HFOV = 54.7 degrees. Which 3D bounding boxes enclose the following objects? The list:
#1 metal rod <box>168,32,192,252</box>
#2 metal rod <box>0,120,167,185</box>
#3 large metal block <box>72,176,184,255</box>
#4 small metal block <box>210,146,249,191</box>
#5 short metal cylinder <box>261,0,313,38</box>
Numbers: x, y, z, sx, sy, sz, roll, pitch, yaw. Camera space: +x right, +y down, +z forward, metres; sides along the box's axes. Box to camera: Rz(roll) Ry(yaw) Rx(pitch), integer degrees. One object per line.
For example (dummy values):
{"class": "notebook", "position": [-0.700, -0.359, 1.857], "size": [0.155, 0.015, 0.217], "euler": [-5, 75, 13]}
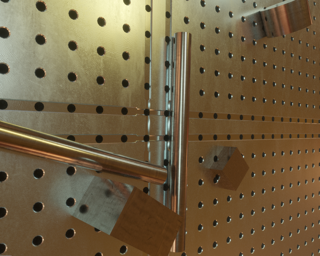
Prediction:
{"class": "metal rod", "position": [0.027, 0.018, 0.431], "size": [0.025, 0.025, 0.298], "euler": [3, 88, -40]}
{"class": "metal rod", "position": [-0.110, 0.020, 0.316], "size": [0.302, 0.025, 0.025], "euler": [21, 77, -38]}
{"class": "large metal block", "position": [-0.035, 0.099, 0.344], "size": [0.080, 0.080, 0.050], "euler": [41, 65, -33]}
{"class": "small metal block", "position": [0.115, 0.066, 0.505], "size": [0.050, 0.025, 0.050], "euler": [-51, 120, -28]}
{"class": "short metal cylinder", "position": [0.230, -0.203, 0.566], "size": [0.081, 0.080, 0.050], "euler": [-34, 111, -35]}
